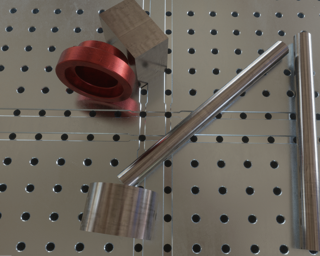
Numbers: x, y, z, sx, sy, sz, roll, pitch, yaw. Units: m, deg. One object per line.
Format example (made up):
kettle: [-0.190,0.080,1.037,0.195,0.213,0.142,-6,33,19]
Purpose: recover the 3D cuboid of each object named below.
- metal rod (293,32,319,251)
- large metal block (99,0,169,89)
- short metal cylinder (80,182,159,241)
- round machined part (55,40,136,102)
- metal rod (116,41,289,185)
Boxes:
metal rod: [0.195,0.003,0.412,0.025,0.025,0.299,7,70,2]
large metal block: [-0.034,-0.114,0.424,0.050,0.080,0.080,-35,74,-12]
short metal cylinder: [-0.044,0.094,0.348,0.080,0.080,0.050,8,70,2]
round machined part: [-0.079,-0.075,0.400,0.099,0.098,0.042,11,68,4]
metal rod: [0.067,-0.024,0.421,0.301,0.025,0.025,-40,75,-14]
